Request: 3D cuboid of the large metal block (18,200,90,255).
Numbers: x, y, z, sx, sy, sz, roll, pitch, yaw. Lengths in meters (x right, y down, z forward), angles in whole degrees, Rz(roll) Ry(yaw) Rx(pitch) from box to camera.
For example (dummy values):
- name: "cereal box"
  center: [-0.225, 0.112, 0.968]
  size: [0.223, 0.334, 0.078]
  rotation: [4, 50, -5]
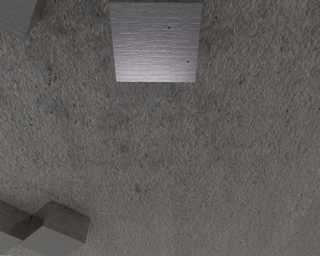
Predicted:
- name: "large metal block"
  center: [-0.183, 0.180, 0.542]
  size: [0.080, 0.050, 0.080]
  rotation: [36, 121, -27]

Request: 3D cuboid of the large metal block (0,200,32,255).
- name: "large metal block"
  center: [-0.285, 0.170, 0.532]
  size: [0.080, 0.050, 0.080]
  rotation: [-35, 122, 26]

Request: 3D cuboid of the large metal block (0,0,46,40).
- name: "large metal block"
  center: [-0.141, -0.139, 0.271]
  size: [0.080, 0.050, 0.080]
  rotation: [24, 126, -19]

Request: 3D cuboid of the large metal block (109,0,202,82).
- name: "large metal block"
  center: [-0.004, -0.094, 0.311]
  size: [0.081, 0.050, 0.079]
  rotation: [0, 130, -1]
